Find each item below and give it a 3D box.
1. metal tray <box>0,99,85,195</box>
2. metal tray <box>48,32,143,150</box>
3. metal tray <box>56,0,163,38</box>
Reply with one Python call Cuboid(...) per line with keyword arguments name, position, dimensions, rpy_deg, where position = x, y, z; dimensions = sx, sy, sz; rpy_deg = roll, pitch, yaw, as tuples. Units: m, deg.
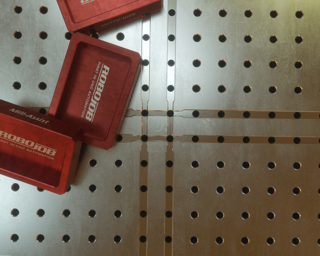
Cuboid(name="metal tray", position=(-0.170, 0.023, 0.391), dimensions=(0.131, 0.030, 0.089), rpy_deg=(19, 117, 0))
Cuboid(name="metal tray", position=(-0.085, -0.047, 0.404), dimensions=(0.090, 0.030, 0.129), rpy_deg=(19, 96, 0))
Cuboid(name="metal tray", position=(-0.071, -0.185, 0.410), dimensions=(0.131, 0.030, 0.090), rpy_deg=(-21, 90, 0))
